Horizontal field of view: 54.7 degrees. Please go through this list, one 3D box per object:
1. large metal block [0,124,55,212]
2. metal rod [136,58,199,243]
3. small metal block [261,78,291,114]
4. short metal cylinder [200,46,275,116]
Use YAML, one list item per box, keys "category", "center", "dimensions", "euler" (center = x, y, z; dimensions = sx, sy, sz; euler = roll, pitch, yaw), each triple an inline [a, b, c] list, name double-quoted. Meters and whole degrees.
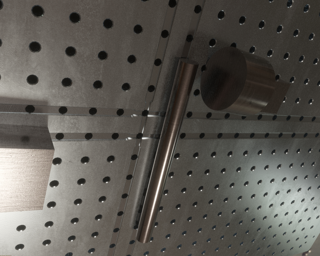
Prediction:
- category: "large metal block"
  center: [-0.165, 0.043, 0.332]
  dimensions: [0.081, 0.050, 0.079]
  euler: [5, 116, -31]
- category: "metal rod"
  center: [0.004, 0.049, 0.445]
  dimensions: [0.025, 0.025, 0.298]
  euler: [-1, 119, -28]
- category: "small metal block"
  center: [0.163, -0.051, 0.471]
  dimensions: [0.050, 0.025, 0.050]
  euler: [4, 117, -31]
- category: "short metal cylinder"
  center: [0.097, -0.058, 0.395]
  dimensions: [0.050, 0.080, 0.079]
  euler: [8, 114, -33]
